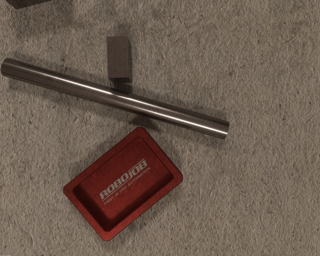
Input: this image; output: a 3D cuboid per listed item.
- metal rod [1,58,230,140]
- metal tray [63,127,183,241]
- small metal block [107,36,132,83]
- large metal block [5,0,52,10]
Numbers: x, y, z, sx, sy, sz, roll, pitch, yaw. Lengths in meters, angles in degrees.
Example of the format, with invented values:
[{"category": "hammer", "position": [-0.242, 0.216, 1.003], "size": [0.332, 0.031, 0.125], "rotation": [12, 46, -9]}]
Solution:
[{"category": "metal rod", "position": [-0.057, -0.038, 0.409], "size": [0.302, 0.025, 0.025], "rotation": [16, 90, -1]}, {"category": "metal tray", "position": [-0.047, 0.071, 0.406], "size": [0.130, 0.030, 0.090], "rotation": [-39, 91, -1]}, {"category": "small metal block", "position": [-0.051, -0.085, 0.397], "size": [0.025, 0.050, 0.050], "rotation": [-2, 90, 0]}, {"category": "large metal block", "position": [-0.166, -0.209, 0.395], "size": [0.080, 0.050, 0.080], "rotation": [-15, 90, -1]}]
